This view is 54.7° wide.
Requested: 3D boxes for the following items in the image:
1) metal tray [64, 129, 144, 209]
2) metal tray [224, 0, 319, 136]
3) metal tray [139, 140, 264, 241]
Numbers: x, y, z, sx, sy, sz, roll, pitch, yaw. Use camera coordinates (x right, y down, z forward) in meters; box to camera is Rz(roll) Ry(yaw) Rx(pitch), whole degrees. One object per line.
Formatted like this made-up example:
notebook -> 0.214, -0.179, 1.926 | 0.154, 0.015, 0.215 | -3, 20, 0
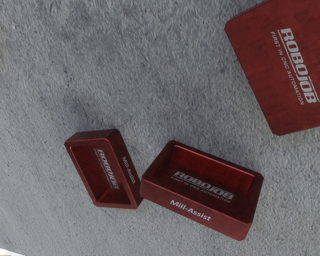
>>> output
metal tray -> -0.085, 0.067, 0.490 | 0.090, 0.030, 0.129 | -5, 116, 30
metal tray -> 0.131, -0.062, 0.296 | 0.090, 0.030, 0.130 | -19, 109, 35
metal tray -> 0.052, 0.070, 0.380 | 0.130, 0.090, 0.030 | 21, 126, 15
